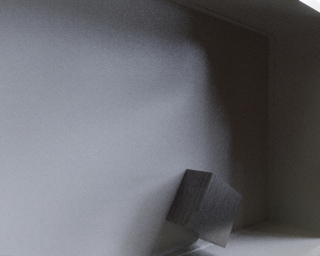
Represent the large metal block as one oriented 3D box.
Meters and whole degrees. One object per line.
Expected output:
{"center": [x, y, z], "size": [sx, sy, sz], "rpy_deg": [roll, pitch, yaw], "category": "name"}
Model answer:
{"center": [0.066, 0.115, 0.449], "size": [0.080, 0.050, 0.080], "rpy_deg": [39, 66, -34], "category": "large metal block"}
